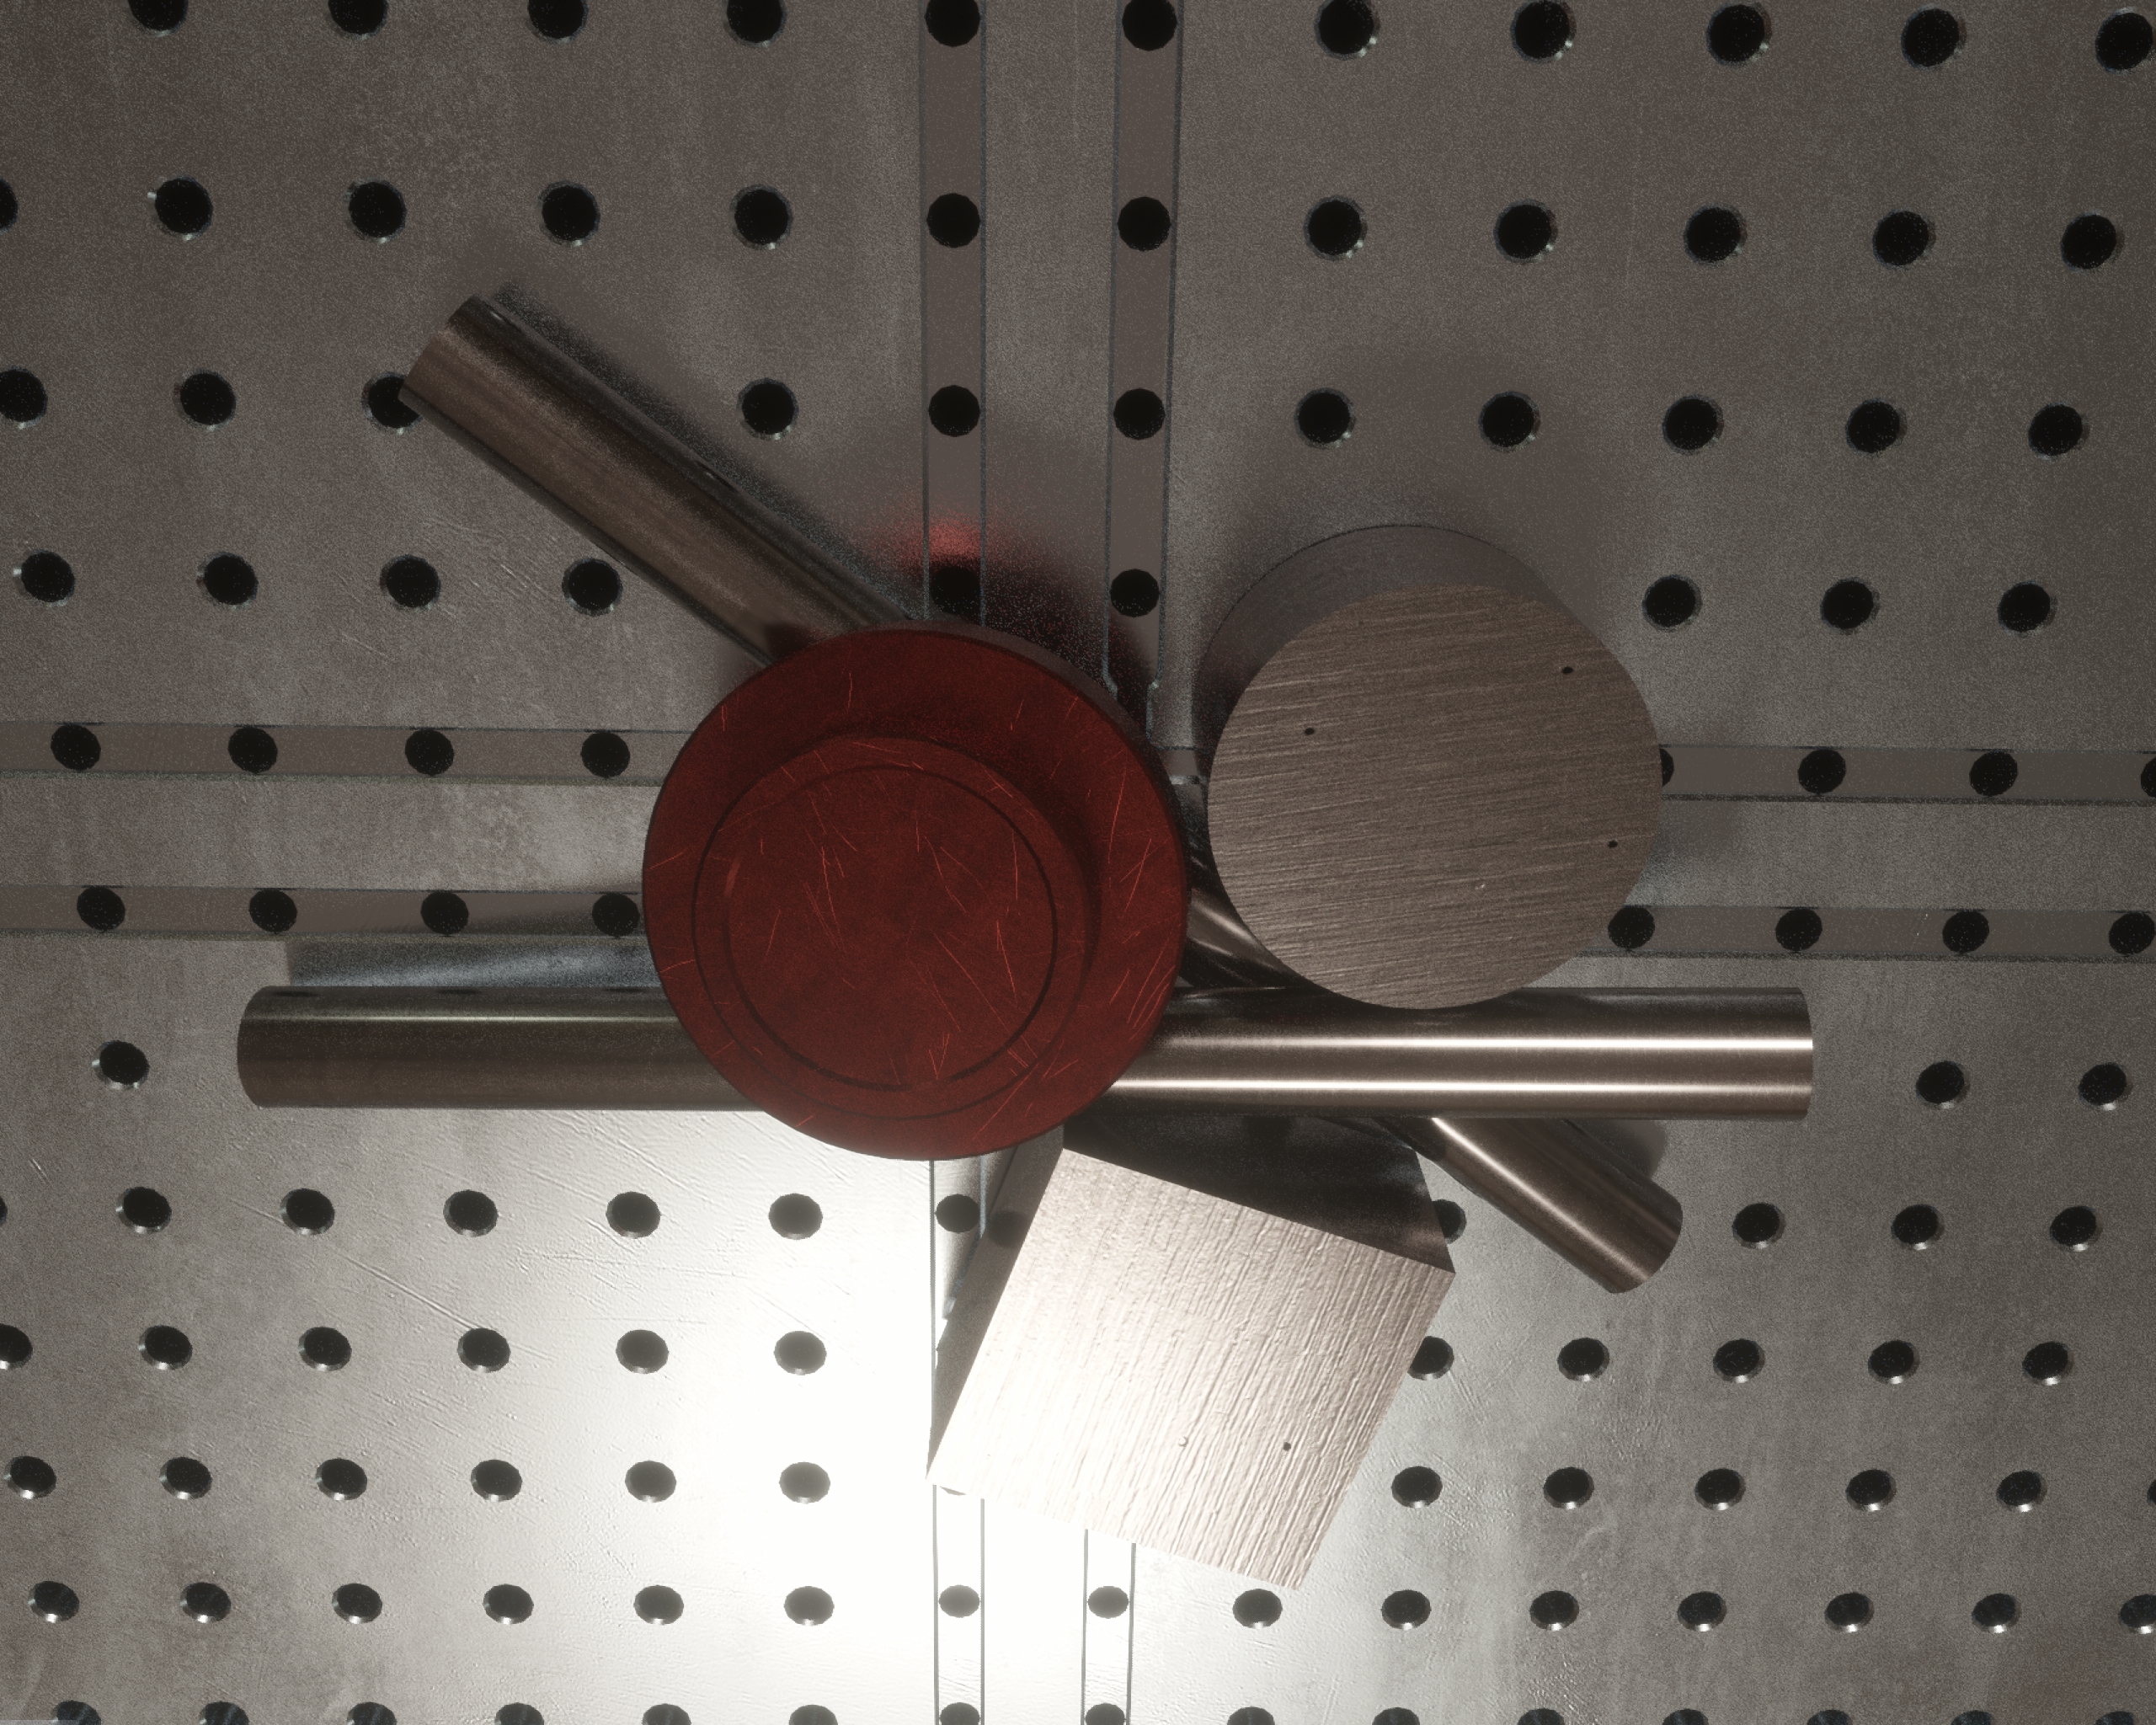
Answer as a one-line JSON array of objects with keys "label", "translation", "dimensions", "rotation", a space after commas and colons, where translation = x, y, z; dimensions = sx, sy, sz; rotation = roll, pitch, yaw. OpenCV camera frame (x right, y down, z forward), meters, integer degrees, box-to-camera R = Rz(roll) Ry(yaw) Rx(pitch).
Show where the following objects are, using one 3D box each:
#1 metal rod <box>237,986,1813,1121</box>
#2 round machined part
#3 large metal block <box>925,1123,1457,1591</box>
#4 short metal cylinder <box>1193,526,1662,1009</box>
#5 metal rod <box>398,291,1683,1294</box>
[{"label": "metal rod", "translation": [-0.015, 0.037, 0.407], "dimensions": [0.302, 0.025, 0.025], "rotation": [0, 110, 7]}, {"label": "round machined part", "translation": [-0.030, 0.007, 0.371], "dimensions": [0.099, 0.042, 0.097], "rotation": [1, 102, 5]}, {"label": "large metal block", "translation": [0.021, 0.093, 0.432], "dimensions": [0.080, 0.050, 0.079], "rotation": [19, 109, -7]}, {"label": "short metal cylinder", "translation": [0.063, -0.019, 0.393], "dimensions": [0.081, 0.050, 0.079], "rotation": [0, 110, -1]}, {"label": "metal rod", "translation": [0.002, -0.006, 0.411], "dimensions": [0.301, 0.025, 0.025], "rotation": [37, 106, -13]}]
